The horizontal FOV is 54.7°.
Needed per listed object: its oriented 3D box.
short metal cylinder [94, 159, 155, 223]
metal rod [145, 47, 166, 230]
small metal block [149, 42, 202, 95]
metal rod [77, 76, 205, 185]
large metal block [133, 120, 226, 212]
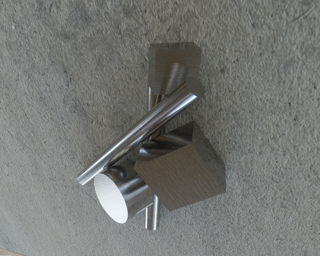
[{"bbox_3d":[-0.054,0.093,0.462,0.080,0.050,0.079,27,129,39],"label":"short metal cylinder"},{"bbox_3d":[-0.007,0.035,0.433,0.025,0.025,0.298,16,125,19],"label":"metal rod"},{"bbox_3d":[0.016,-0.066,0.343,0.050,0.025,0.050,-6,123,-14],"label":"small metal block"},{"bbox_3d":[-0.047,0.022,0.424,0.025,0.025,0.299,47,136,-5],"label":"metal rod"},{"bbox_3d":[0.027,0.049,0.389,0.080,0.050,0.080,-26,114,24],"label":"large metal block"}]
